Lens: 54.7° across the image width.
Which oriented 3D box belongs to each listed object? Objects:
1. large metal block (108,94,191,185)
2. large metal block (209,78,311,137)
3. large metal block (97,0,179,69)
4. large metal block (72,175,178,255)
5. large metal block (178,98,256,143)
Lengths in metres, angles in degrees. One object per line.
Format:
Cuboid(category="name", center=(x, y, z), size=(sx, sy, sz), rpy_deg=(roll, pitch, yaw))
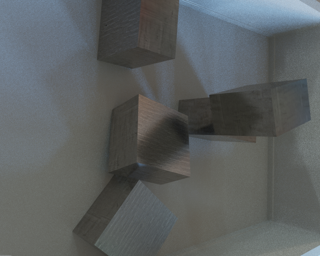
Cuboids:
Cuboid(category="large metal block", center=(-0.011, 0.017, 0.368), size=(0.080, 0.050, 0.080), rpy_deg=(21, 58, -38))
Cuboid(category="large metal block", center=(0.119, -0.025, 0.369), size=(0.081, 0.080, 0.050), rpy_deg=(-17, 101, -39))
Cuboid(category="large metal block", center=(-0.026, -0.117, 0.350), size=(0.050, 0.080, 0.080), rpy_deg=(7, 86, -40))
Cuboid(category="large metal block", center=(-0.038, 0.113, 0.361), size=(0.080, 0.050, 0.080), rpy_deg=(51, 60, -29))
Cuboid(category="large metal block", center=(0.081, -0.010, 0.441), size=(0.081, 0.080, 0.050), rpy_deg=(11, 83, -40))
